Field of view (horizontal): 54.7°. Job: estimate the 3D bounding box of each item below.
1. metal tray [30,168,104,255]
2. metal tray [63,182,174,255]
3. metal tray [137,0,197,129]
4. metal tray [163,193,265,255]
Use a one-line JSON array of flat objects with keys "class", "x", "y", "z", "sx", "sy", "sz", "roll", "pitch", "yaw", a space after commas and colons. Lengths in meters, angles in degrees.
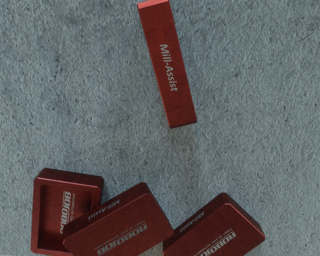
[{"class": "metal tray", "x": -0.136, "y": 0.128, "z": 0.452, "sx": 0.091, "sy": 0.030, "sz": 0.129, "roll": 10, "pitch": 110, "yaw": -4}, {"class": "metal tray", "x": -0.057, "y": 0.145, "z": 0.437, "sx": 0.131, "sy": 0.030, "sz": 0.090, "roll": -29, "pitch": 118, "yaw": -4}, {"class": "metal tray", "x": 0.009, "y": -0.075, "z": 0.347, "sx": 0.030, "sy": 0.090, "sz": 0.129, "roll": -14, "pitch": 110, "yaw": 5}, {"class": "metal tray", "x": 0.079, "y": 0.170, "z": 0.470, "sx": 0.130, "sy": 0.030, "sz": 0.090, "roll": -43, "pitch": 105, "yaw": 14}]
